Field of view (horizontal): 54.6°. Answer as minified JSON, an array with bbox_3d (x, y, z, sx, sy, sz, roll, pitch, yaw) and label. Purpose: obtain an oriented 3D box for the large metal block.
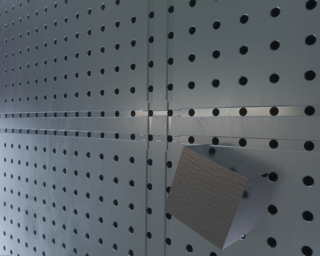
[{"bbox_3d":[0.060,0.071,0.344,0.080,0.050,0.080,26,106,37],"label":"large metal block"}]
